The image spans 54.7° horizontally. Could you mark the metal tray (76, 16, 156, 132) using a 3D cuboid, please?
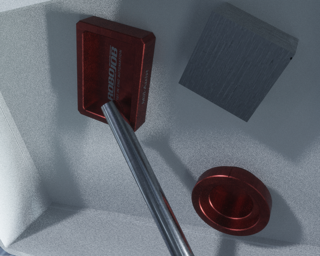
[{"bbox_3d":[-0.059,-0.065,0.394,0.090,0.030,0.129,20,126,15],"label":"metal tray"}]

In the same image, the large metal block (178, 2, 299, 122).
[{"bbox_3d":[0.077,-0.066,0.310,0.080,0.050,0.079,31,128,7],"label":"large metal block"}]

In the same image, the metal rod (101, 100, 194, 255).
[{"bbox_3d":[0.002,0.102,0.376,0.025,0.025,0.299,-33,80,38],"label":"metal rod"}]

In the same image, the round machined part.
[{"bbox_3d":[0.094,0.089,0.402,0.098,0.042,0.097,13,124,20],"label":"round machined part"}]
